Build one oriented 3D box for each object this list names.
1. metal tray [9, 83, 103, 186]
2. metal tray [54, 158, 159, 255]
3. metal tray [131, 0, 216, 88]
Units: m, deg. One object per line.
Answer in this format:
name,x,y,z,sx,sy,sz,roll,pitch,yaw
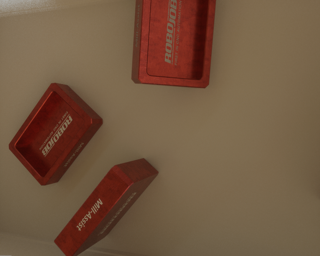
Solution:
metal tray,-0.158,0.009,0.463,0.090,0.030,0.130,43,103,15
metal tray,-0.065,0.100,0.398,0.030,0.090,0.130,42,103,15
metal tray,0.017,-0.115,0.369,0.091,0.030,0.129,1,97,-21
